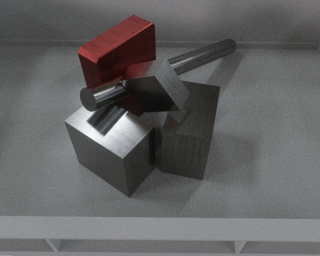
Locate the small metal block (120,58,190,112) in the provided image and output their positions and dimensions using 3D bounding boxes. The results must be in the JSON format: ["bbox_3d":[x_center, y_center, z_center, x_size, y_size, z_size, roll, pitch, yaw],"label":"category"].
[{"bbox_3d":[-0.005,-0.043,0.327,0.050,0.050,0.025,0,51,42],"label":"small metal block"}]

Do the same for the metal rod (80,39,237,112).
[{"bbox_3d":[0.022,-0.083,0.415,0.025,0.025,0.302,34,41,25],"label":"metal rod"}]

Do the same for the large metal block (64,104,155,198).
[{"bbox_3d":[-0.053,0.021,0.351,0.080,0.080,0.050,29,56,22],"label":"large metal block"}]

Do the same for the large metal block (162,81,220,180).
[{"bbox_3d":[0.036,0.003,0.367,0.050,0.080,0.080,10,51,8],"label":"large metal block"}]

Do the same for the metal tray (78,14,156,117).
[{"bbox_3d":[-0.045,-0.061,0.385,0.030,0.129,0.090,33,58,25],"label":"metal tray"}]
